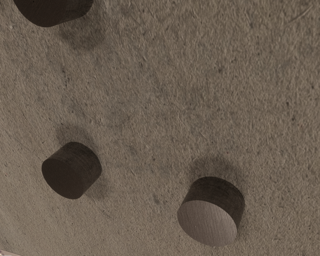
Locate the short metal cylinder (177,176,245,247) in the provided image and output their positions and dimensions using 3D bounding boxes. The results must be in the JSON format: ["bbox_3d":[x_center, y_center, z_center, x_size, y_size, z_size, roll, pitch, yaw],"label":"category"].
[{"bbox_3d":[0.070,0.114,0.423,0.080,0.050,0.079,13,124,20],"label":"short metal cylinder"}]

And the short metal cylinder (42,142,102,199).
[{"bbox_3d":[-0.144,0.069,0.507,0.080,0.050,0.079,13,124,20],"label":"short metal cylinder"}]

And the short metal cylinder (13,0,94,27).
[{"bbox_3d":[-0.123,-0.161,0.354,0.080,0.050,0.079,13,124,20],"label":"short metal cylinder"}]
